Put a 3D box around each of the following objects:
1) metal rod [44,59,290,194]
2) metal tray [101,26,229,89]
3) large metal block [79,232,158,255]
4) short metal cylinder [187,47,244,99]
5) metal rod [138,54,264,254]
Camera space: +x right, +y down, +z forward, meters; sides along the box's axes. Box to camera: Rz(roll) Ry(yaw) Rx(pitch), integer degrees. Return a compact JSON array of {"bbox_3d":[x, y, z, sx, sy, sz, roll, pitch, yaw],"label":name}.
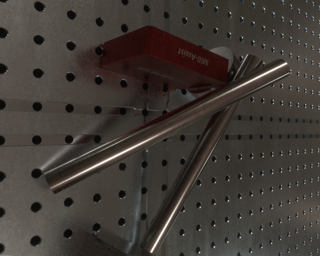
[{"bbox_3d":[0.019,-0.009,0.350,0.302,0.025,0.025,-26,109,-12],"label":"metal rod"},{"bbox_3d":[0.008,-0.078,0.375,0.131,0.090,0.030,10,84,-40],"label":"metal tray"},{"bbox_3d":[-0.052,0.166,0.332,0.050,0.080,0.080,27,73,-37],"label":"large metal block"},{"bbox_3d":[0.084,-0.069,0.446,0.050,0.080,0.080,37,67,-34],"label":"short metal cylinder"},{"bbox_3d":[0.048,0.042,0.395,0.025,0.025,0.299,31,88,-36],"label":"metal rod"}]
